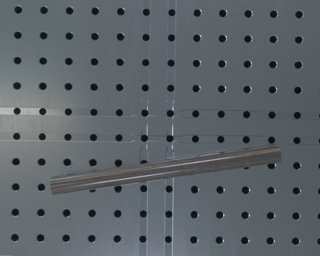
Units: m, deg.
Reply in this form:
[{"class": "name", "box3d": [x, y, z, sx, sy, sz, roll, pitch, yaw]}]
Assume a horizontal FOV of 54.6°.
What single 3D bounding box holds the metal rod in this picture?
[{"class": "metal rod", "box3d": [0.008, 0.055, 0.413, 0.302, 0.025, 0.025, -8, 90, 0]}]
